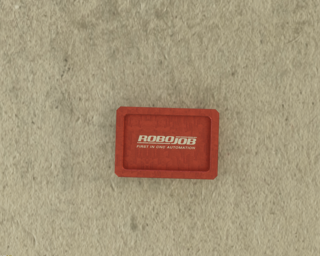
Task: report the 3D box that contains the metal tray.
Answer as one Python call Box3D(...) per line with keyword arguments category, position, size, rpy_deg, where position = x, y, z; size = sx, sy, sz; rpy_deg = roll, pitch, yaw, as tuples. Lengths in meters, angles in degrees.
Box3D(category="metal tray", position=(0.009, 0.019, 0.407), size=(0.131, 0.030, 0.090), rpy_deg=(2, 90, 0))
